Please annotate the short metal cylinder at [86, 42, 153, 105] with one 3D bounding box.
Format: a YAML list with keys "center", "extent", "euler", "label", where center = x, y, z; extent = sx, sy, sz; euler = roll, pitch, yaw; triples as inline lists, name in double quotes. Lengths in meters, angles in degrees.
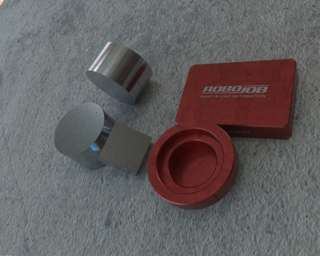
- center: [-0.058, -0.077, 0.446]
  extent: [0.080, 0.080, 0.050]
  euler: [20, 73, 35]
  label: "short metal cylinder"

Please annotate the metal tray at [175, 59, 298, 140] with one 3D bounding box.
- center: [0.092, -0.036, 0.374]
  extent: [0.130, 0.030, 0.090]
  euler: [3, 63, 29]
  label: "metal tray"

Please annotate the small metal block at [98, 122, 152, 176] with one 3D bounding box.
- center: [-0.044, 0.027, 0.395]
  extent: [0.050, 0.025, 0.050]
  euler: [23, 71, -1]
  label: "small metal block"

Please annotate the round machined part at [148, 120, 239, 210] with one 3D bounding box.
- center: [0.039, 0.043, 0.346]
  extent: [0.098, 0.042, 0.098]
  euler: [-13, 56, 21]
  label: "round machined part"

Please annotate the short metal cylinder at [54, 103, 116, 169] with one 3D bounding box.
- center: [-0.098, 0.011, 0.432]
  extent: [0.080, 0.050, 0.080]
  euler: [-13, 56, 21]
  label: "short metal cylinder"
